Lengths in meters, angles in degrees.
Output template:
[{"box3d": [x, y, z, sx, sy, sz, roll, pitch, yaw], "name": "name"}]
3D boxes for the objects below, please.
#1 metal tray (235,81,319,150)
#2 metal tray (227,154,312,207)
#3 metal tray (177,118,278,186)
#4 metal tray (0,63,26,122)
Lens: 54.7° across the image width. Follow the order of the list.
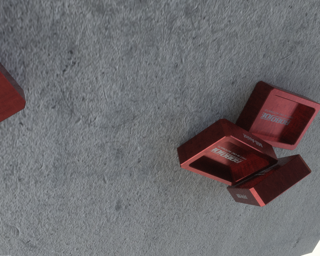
[{"box3d": [0.189, -0.016, 0.496, 0.131, 0.030, 0.089, 11, 113, -33], "name": "metal tray"}, {"box3d": [0.166, 0.083, 0.492, 0.090, 0.030, 0.130, -32, 173, -8], "name": "metal tray"}, {"box3d": [0.101, 0.041, 0.460, 0.131, 0.030, 0.090, 24, 131, -37], "name": "metal tray"}, {"box3d": [-0.195, -0.050, 0.266, 0.090, 0.030, 0.130, -33, 129, -7], "name": "metal tray"}]
